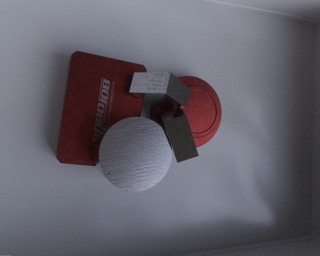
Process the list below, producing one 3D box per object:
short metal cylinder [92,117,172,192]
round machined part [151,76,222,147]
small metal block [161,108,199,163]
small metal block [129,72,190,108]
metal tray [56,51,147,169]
[{"bbox_3d":[-0.033,0.028,0.352,0.081,0.050,0.079,0,90,-21],"label":"short metal cylinder"},{"bbox_3d":[0.041,-0.022,0.416,0.099,0.042,0.097,0,90,-21],"label":"round machined part"},{"bbox_3d":[0.022,0.007,0.363,0.025,0.050,0.050,-18,103,-1],"label":"small metal block"},{"bbox_3d":[0.001,-0.045,0.370,0.050,0.050,0.025,28,72,-55],"label":"small metal block"},{"bbox_3d":[-0.071,-0.019,0.378,0.091,0.030,0.129,8,87,-20],"label":"metal tray"}]
